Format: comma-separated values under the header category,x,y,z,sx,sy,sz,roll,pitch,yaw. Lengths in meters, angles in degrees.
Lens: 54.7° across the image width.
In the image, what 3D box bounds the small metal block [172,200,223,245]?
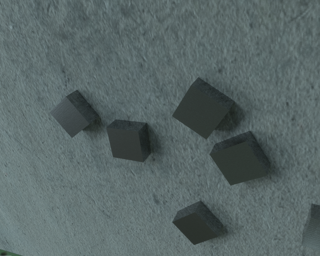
category,x,y,z,sx,sy,sz,roll,pitch,yaw
small metal block,0.056,0.143,0.465,0.050,0.025,0.050,48,129,-6

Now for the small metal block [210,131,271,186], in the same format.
category,x,y,z,sx,sy,sz,roll,pitch,yaw
small metal block,0.098,0.038,0.378,0.050,0.025,0.050,-26,105,36

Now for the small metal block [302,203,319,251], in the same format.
category,x,y,z,sx,sy,sz,roll,pitch,yaw
small metal block,0.205,0.125,0.376,0.050,0.025,0.050,12,124,21

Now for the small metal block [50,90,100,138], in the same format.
category,x,y,z,sx,sy,sz,roll,pitch,yaw
small metal block,-0.127,-0.020,0.459,0.050,0.025,0.050,-32,101,38

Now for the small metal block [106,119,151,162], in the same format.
category,x,y,z,sx,sy,sz,roll,pitch,yaw
small metal block,-0.043,0.018,0.439,0.050,0.025,0.050,7,121,24

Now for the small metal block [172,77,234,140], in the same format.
category,x,y,z,sx,sy,sz,roll,pitch,yaw
small metal block,0.050,-0.023,0.365,0.050,0.025,0.050,35,129,5
